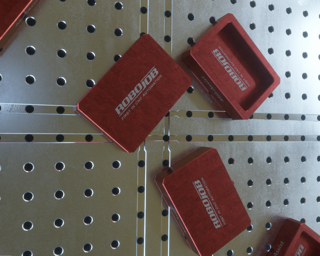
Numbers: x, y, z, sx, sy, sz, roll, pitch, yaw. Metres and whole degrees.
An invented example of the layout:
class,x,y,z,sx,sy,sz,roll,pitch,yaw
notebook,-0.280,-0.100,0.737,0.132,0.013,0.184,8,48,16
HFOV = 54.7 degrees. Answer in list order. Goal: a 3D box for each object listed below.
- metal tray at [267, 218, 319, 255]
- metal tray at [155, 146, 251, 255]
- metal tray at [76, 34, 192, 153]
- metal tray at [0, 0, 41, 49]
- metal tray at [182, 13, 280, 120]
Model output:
class,x,y,z,sx,sy,sz,roll,pitch,yaw
metal tray,0.212,0.222,0.490,0.090,0.030,0.130,38,78,-17
metal tray,0.062,0.103,0.435,0.091,0.030,0.129,-30,100,-18
metal tray,-0.031,-0.044,0.399,0.090,0.030,0.130,44,76,-15
metal tray,-0.185,-0.160,0.341,0.090,0.030,0.130,36,78,-17
metal tray,0.105,-0.086,0.450,0.090,0.030,0.130,-46,105,-14
